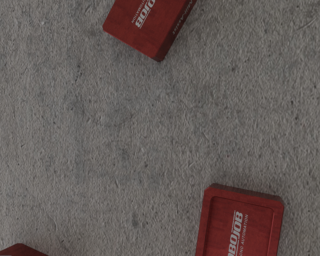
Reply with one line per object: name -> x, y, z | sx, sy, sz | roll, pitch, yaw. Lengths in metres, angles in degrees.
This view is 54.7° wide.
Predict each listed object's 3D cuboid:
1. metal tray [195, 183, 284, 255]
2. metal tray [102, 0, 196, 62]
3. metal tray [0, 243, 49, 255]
metal tray -> 0.092, 0.140, 0.373 | 0.090, 0.030, 0.129 | 9, 93, 19
metal tray -> -0.007, -0.165, 0.409 | 0.090, 0.030, 0.129 | 33, 101, 16
metal tray -> -0.187, 0.215, 0.440 | 0.130, 0.090, 0.030 | 14, 95, 19
